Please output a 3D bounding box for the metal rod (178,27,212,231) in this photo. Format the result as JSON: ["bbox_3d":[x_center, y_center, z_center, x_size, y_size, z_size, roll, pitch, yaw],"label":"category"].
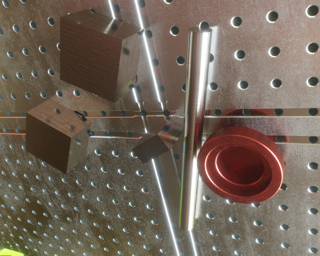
[{"bbox_3d":[0.042,0.023,0.403,0.025,0.025,0.298,14,124,20],"label":"metal rod"}]

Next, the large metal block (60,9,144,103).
[{"bbox_3d":[-0.073,-0.089,0.378,0.080,0.050,0.079,24,127,13],"label":"large metal block"}]

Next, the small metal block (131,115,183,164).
[{"bbox_3d":[-0.002,0.015,0.406,0.050,0.050,0.025,-31,101,38],"label":"small metal block"}]

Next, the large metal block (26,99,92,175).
[{"bbox_3d":[-0.161,0.013,0.488,0.080,0.050,0.079,28,128,10],"label":"large metal block"}]

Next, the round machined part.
[{"bbox_3d":[0.098,0.040,0.373,0.098,0.042,0.097,13,124,21],"label":"round machined part"}]
